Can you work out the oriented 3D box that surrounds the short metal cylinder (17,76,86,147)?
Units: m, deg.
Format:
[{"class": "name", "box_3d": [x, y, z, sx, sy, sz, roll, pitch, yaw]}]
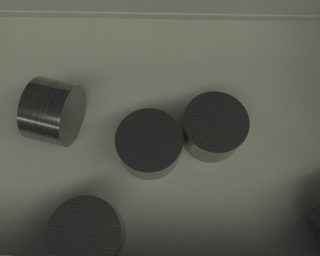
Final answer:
[{"class": "short metal cylinder", "box_3d": [-0.132, -0.020, 0.386, 0.050, 0.080, 0.080, 13, 71, 4]}]

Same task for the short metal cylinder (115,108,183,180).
[{"class": "short metal cylinder", "box_3d": [-0.013, 0.022, 0.388, 0.081, 0.050, 0.080, 0, 70, 0]}]

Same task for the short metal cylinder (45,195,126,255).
[{"class": "short metal cylinder", "box_3d": [-0.082, 0.120, 0.351, 0.081, 0.050, 0.080, 0, 70, -1]}]

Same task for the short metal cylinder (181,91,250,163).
[{"class": "short metal cylinder", "box_3d": [0.068, 0.000, 0.397, 0.081, 0.050, 0.080, 0, 70, 0]}]

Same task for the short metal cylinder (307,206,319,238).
[{"class": "short metal cylinder", "box_3d": [0.216, 0.105, 0.345, 0.080, 0.080, 0.050, -21, 72, -8]}]
